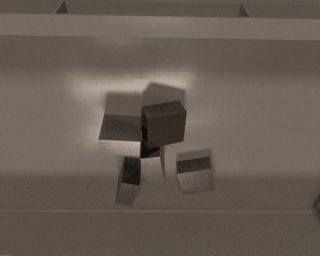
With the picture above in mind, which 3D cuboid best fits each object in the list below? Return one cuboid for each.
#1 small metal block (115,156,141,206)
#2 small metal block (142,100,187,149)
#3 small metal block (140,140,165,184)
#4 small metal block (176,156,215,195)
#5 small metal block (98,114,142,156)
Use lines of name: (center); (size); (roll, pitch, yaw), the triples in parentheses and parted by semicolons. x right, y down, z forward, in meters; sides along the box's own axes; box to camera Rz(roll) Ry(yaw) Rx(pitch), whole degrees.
small metal block: (-0.047, 0.079, 0.460); (0.025, 0.050, 0.050); (12, 129, -10)
small metal block: (0.004, -0.004, 0.396); (0.050, 0.025, 0.050); (-11, 132, -16)
small metal block: (-0.009, 0.040, 0.427); (0.025, 0.050, 0.050); (-7, 130, 5)
small metal block: (0.055, 0.073, 0.472); (0.050, 0.025, 0.050); (-10, 130, 7)
small metal block: (-0.050, 0.009, 0.399); (0.050, 0.050, 0.025); (4, 130, -3)
